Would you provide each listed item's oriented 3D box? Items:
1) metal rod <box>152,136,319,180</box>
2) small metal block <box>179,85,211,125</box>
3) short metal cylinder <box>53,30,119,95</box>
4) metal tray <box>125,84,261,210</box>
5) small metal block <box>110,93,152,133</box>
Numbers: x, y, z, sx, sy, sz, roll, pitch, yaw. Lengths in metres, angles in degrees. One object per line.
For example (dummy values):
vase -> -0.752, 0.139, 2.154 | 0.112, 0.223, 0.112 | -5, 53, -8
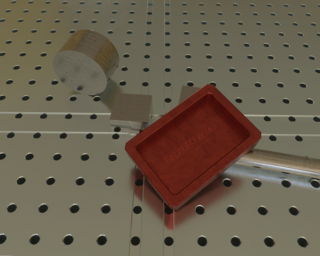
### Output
metal rod -> 0.135, 0.041, 0.375 | 0.302, 0.025, 0.025 | 9, 51, 7
small metal block -> 0.052, -0.031, 0.434 | 0.050, 0.025, 0.050 | 8, 50, 6
short metal cylinder -> -0.106, -0.094, 0.449 | 0.080, 0.080, 0.050 | 12, 51, 9
metal tray -> 0.038, 0.019, 0.358 | 0.131, 0.030, 0.090 | -36, 70, -12
small metal block -> -0.038, -0.020, 0.424 | 0.050, 0.025, 0.050 | 4, 50, 3
